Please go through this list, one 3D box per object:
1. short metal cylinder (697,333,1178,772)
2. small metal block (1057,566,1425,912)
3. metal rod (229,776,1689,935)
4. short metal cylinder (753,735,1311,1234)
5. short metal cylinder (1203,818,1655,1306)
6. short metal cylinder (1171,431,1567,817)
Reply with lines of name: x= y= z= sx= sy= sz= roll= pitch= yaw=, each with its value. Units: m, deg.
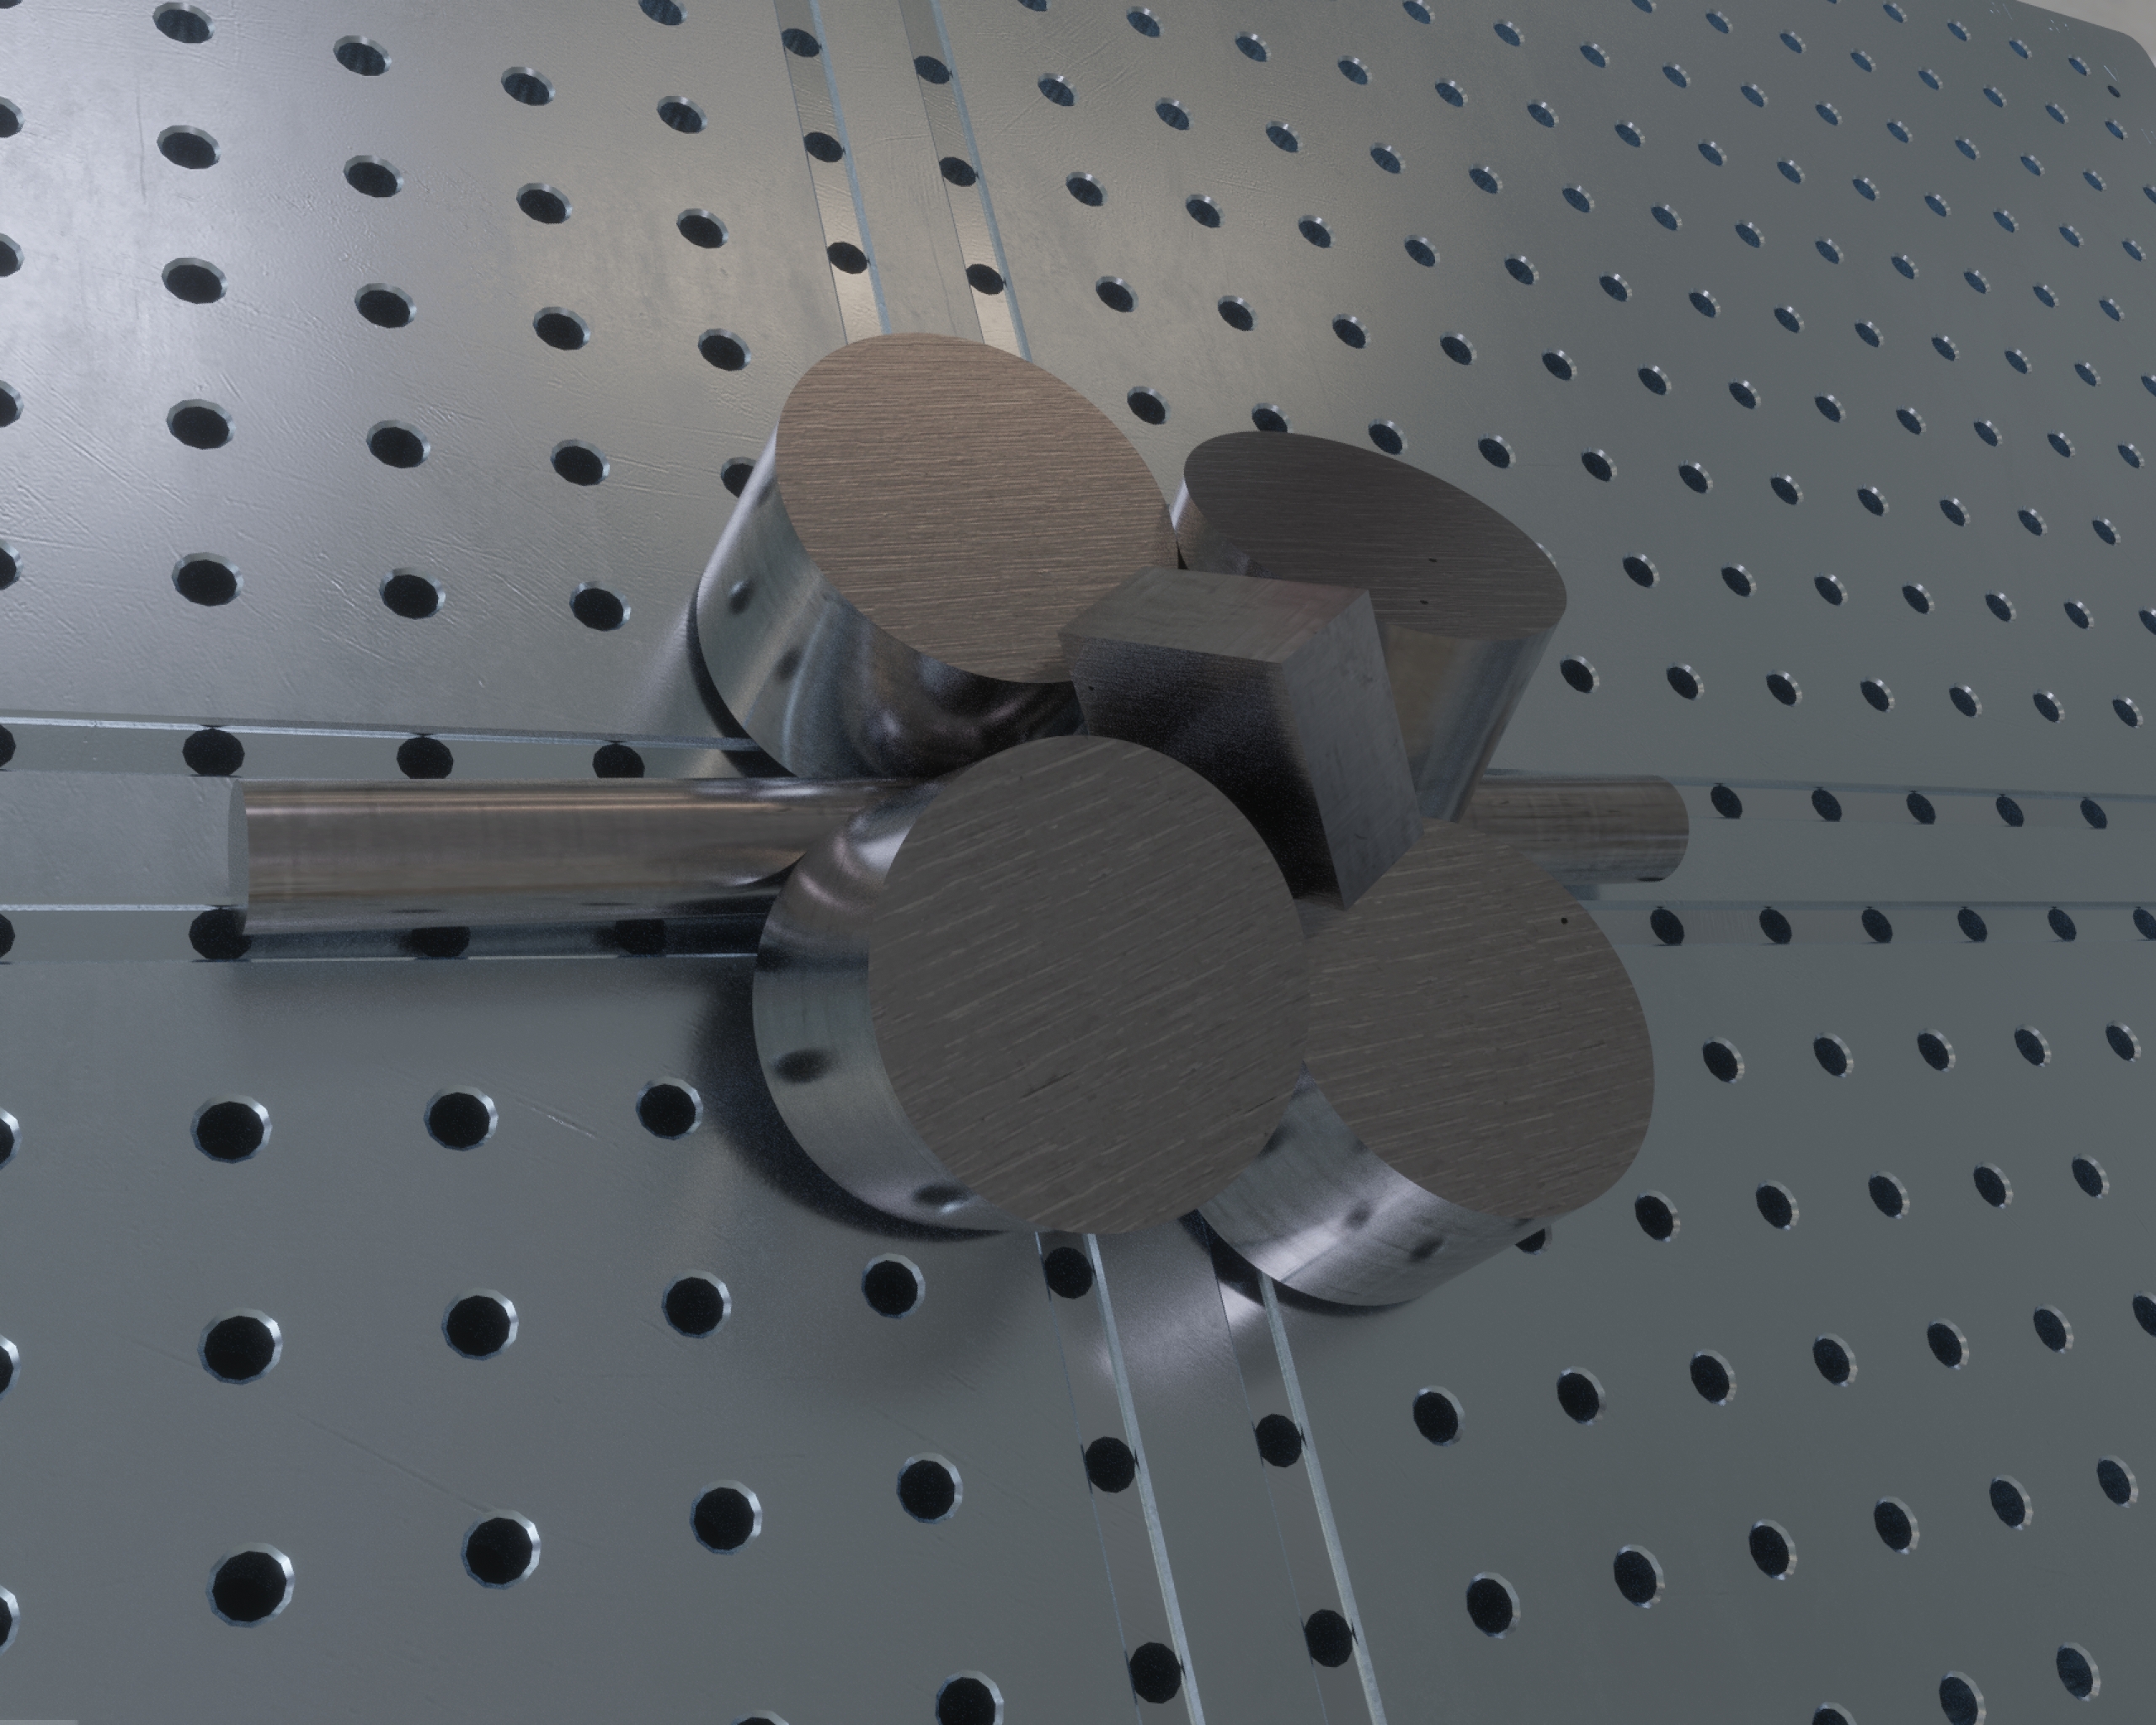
short metal cylinder: x=-0.028 y=-0.055 z=0.406 sx=0.081 sy=0.050 sz=0.080 roll=14 pitch=56 yaw=-21
small metal block: x=0.029 y=-0.023 z=0.372 sx=0.025 sy=0.050 sz=0.050 roll=-41 pitch=128 yaw=-33
metal rod: x=-0.001 y=-0.004 z=0.405 sx=0.303 sy=0.025 sz=0.025 roll=-2 pitch=63 yaw=-29
short metal cylinder: x=-0.008 y=0.022 z=0.354 sx=0.081 sy=0.050 sz=0.080 roll=5 pitch=80 yaw=-28
short metal cylinder: x=0.061 y=0.038 z=0.397 sx=0.081 sy=0.050 sz=0.080 roll=14 pitch=56 yaw=-21
short metal cylinder: x=0.052 y=-0.047 z=0.427 sx=0.081 sy=0.050 sz=0.080 roll=14 pitch=34 yaw=-9
